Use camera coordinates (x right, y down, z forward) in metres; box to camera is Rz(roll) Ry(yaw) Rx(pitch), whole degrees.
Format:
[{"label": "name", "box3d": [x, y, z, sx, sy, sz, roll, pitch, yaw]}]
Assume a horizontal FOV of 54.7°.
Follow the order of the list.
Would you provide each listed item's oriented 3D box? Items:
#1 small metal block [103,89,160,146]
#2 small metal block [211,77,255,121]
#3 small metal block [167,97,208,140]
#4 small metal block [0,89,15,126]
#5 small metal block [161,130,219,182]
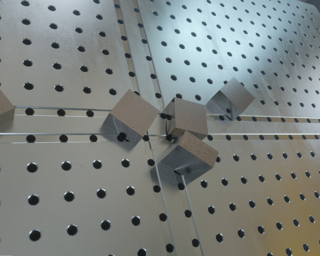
[{"label": "small metal block", "box3d": [-0.036, -0.014, 0.399, 0.050, 0.025, 0.050, 36, 51, -5]}, {"label": "small metal block", "box3d": [0.120, -0.048, 0.505, 0.050, 0.025, 0.050, 46, 51, 3]}, {"label": "small metal block", "box3d": [0.038, -0.011, 0.437, 0.050, 0.025, 0.050, 13, 56, -21]}, {"label": "small metal block", "box3d": [-0.189, -0.023, 0.320, 0.050, 0.025, 0.050, 49, 51, 6]}, {"label": "small metal block", "box3d": [0.037, 0.036, 0.392, 0.050, 0.050, 0.025, 34, 51, -7]}]
